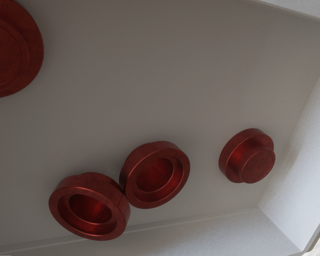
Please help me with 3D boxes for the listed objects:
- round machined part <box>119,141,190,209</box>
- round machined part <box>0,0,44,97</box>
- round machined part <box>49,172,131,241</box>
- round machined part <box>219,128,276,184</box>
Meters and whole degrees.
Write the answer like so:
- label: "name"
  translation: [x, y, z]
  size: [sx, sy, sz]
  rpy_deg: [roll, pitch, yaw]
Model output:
- label: "round machined part"
  translation: [-0.011, 0.059, 0.426]
  size: [0.099, 0.042, 0.097]
  rpy_deg: [-16, 125, -24]
- label: "round machined part"
  translation: [-0.153, -0.069, 0.271]
  size: [0.099, 0.042, 0.097]
  rpy_deg: [-14, 124, -21]
- label: "round machined part"
  translation: [-0.084, 0.094, 0.390]
  size: [0.098, 0.042, 0.097]
  rpy_deg: [7, 126, 10]
- label: "round machined part"
  translation: [0.150, 0.053, 0.512]
  size: [0.099, 0.042, 0.097]
  rpy_deg: [-14, 124, -21]
